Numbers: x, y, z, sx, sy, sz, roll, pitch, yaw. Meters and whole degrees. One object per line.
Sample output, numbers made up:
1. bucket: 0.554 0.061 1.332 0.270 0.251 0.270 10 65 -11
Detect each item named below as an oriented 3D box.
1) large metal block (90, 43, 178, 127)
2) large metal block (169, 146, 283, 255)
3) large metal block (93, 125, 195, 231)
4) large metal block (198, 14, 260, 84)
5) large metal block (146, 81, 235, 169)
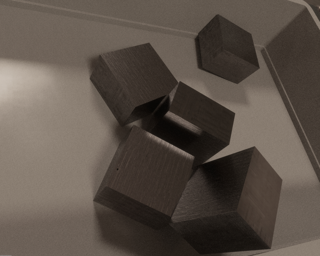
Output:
1. large metal block: -0.032 -0.059 0.410 0.081 0.050 0.080 -26 76 -37
2. large metal block: 0.067 0.073 0.309 0.050 0.080 0.080 48 44 -16
3. large metal block: -0.016 0.056 0.348 0.080 0.050 0.080 29 52 -11
4. large metal block: 0.116 -0.133 0.528 0.081 0.050 0.080 18 54 -30
5. large metal block: 0.034 0.000 0.391 0.080 0.080 0.050 29 52 -11
